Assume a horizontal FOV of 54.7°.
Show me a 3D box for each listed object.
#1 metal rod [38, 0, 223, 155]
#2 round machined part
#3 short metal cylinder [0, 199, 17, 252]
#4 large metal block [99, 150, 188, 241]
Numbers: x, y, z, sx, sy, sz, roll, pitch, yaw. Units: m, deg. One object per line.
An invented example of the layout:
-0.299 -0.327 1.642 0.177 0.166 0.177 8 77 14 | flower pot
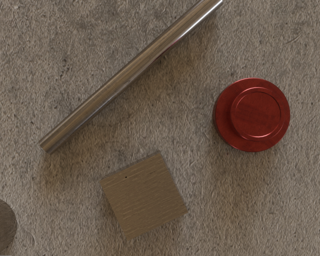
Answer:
-0.038 -0.073 0.409 0.300 0.025 0.025 -41 90 0 | metal rod
0.121 -0.017 0.403 0.099 0.042 0.097 0 90 0 | round machined part
-0.235 0.132 0.396 0.081 0.050 0.080 0 90 0 | short metal cylinder
-0.020 0.083 0.397 0.080 0.050 0.080 -25 90 0 | large metal block
